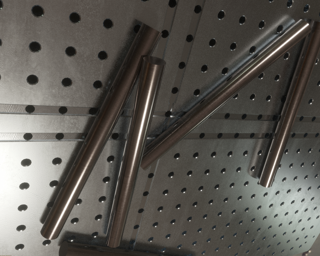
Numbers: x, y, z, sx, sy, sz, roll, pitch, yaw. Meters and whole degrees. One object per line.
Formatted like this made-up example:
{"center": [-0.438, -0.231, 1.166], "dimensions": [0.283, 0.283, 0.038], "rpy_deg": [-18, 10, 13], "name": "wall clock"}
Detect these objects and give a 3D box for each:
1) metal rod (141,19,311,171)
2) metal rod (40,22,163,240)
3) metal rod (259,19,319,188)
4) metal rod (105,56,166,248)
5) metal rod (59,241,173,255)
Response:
{"center": [0.087, -0.047, 0.431], "dimensions": [0.300, 0.025, 0.025], "rpy_deg": [-40, 130, -2], "name": "metal rod"}
{"center": [-0.078, 0.016, 0.379], "dimensions": [0.025, 0.025, 0.298], "rpy_deg": [18, 109, -36], "name": "metal rod"}
{"center": [0.215, -0.024, 0.516], "dimensions": [0.025, 0.025, 0.298], "rpy_deg": [-8, 122, -25], "name": "metal rod"}
{"center": [-0.039, 0.052, 0.407], "dimensions": [0.025, 0.025, 0.298], "rpy_deg": [-3, 125, -28], "name": "metal rod"}
{"center": [-0.031, 0.228, 0.536], "dimensions": [0.301, 0.025, 0.025], "rpy_deg": [26, 104, -38], "name": "metal rod"}
